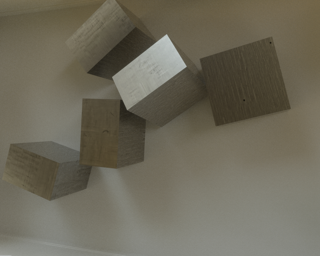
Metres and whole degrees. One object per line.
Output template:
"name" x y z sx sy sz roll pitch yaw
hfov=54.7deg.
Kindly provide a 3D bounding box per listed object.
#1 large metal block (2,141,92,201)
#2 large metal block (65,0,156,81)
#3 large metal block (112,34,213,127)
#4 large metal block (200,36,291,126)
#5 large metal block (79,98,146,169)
"large metal block" -0.153 0.056 0.434 0.080 0.080 0.050 17 96 19
"large metal block" -0.058 -0.109 0.401 0.080 0.080 0.050 -39 78 15
"large metal block" 0.005 -0.052 0.373 0.080 0.080 0.050 -35 63 16
"large metal block" 0.099 -0.050 0.362 0.080 0.050 0.080 -14 86 19
"large metal block" -0.058 0.005 0.401 0.050 0.080 0.079 3 91 20
